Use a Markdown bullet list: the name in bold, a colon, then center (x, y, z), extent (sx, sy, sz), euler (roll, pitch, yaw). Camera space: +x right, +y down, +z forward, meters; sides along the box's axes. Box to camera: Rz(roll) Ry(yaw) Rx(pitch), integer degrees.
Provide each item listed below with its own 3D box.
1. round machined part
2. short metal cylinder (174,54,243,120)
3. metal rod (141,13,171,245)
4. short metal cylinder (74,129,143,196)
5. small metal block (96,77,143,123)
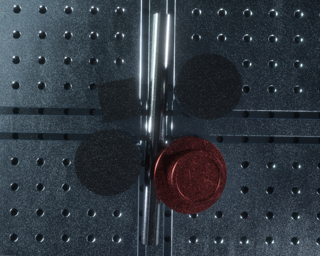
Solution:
- **round machined part**: center (0.041, 0.060, 0.389), extent (0.099, 0.042, 0.097), euler (0, 90, -16)
- **short metal cylinder**: center (0.059, -0.050, 0.397), extent (0.081, 0.050, 0.079), euler (0, 90, 0)
- **metal rod**: center (-0.005, 0.002, 0.409), extent (0.025, 0.025, 0.298), euler (3, 90, 0)
- **short metal cylinder**: center (-0.062, 0.042, 0.396), extent (0.081, 0.050, 0.079), euler (0, 90, 0)
- **small metal block**: center (-0.052, -0.036, 0.409), extent (0.050, 0.025, 0.050), euler (-11, 90, 0)
